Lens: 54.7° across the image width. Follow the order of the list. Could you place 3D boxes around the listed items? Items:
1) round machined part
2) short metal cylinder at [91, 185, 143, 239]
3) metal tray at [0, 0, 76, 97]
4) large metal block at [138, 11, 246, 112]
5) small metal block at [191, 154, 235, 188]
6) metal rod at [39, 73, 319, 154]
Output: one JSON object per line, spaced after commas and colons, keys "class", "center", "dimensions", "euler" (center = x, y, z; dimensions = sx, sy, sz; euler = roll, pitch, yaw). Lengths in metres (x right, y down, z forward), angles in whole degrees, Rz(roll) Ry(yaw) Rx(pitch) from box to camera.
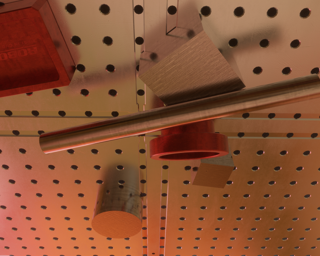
{"class": "round machined part", "center": [0.036, 0.015, 0.393], "dimensions": [0.099, 0.042, 0.098], "euler": [-3, 168, 0]}
{"class": "short metal cylinder", "center": [-0.069, 0.139, 0.513], "dimensions": [0.081, 0.050, 0.079], "euler": [0, 130, 0]}
{"class": "metal tray", "center": [-0.171, -0.081, 0.336], "dimensions": [0.131, 0.030, 0.090], "euler": [-9, 130, 7]}
{"class": "large metal block", "center": [0.034, -0.064, 0.341], "dimensions": [0.080, 0.050, 0.080], "euler": [-32, 124, 23]}
{"class": "small metal block", "center": [0.078, 0.063, 0.467], "dimensions": [0.050, 0.025, 0.050], "euler": [8, 130, -7]}
{"class": "metal rod", "center": [0.012, -0.012, 0.335], "dimensions": [0.301, 0.025, 0.025], "euler": [-12, 129, 10]}
